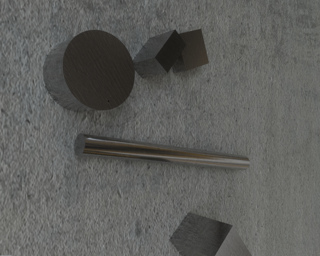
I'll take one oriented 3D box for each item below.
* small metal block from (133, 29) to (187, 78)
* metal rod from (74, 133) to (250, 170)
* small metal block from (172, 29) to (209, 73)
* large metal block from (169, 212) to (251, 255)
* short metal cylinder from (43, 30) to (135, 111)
[{"bbox_3d":[-0.003,-0.092,0.388,0.025,0.050,0.050,47,62,-30],"label":"small metal block"},{"bbox_3d":[0.028,0.039,0.430,0.302,0.025,0.025,10,84,-40],"label":"metal rod"},{"bbox_3d":[0.039,-0.109,0.439,0.050,0.025,0.050,-25,106,-37],"label":"small metal block"},{"bbox_3d":[0.073,0.172,0.433,0.050,0.080,0.080,-48,119,-30],"label":"large metal block"},{"bbox_3d":[-0.074,-0.058,0.327,0.081,0.050,0.079,0,90,-40],"label":"short metal cylinder"}]
